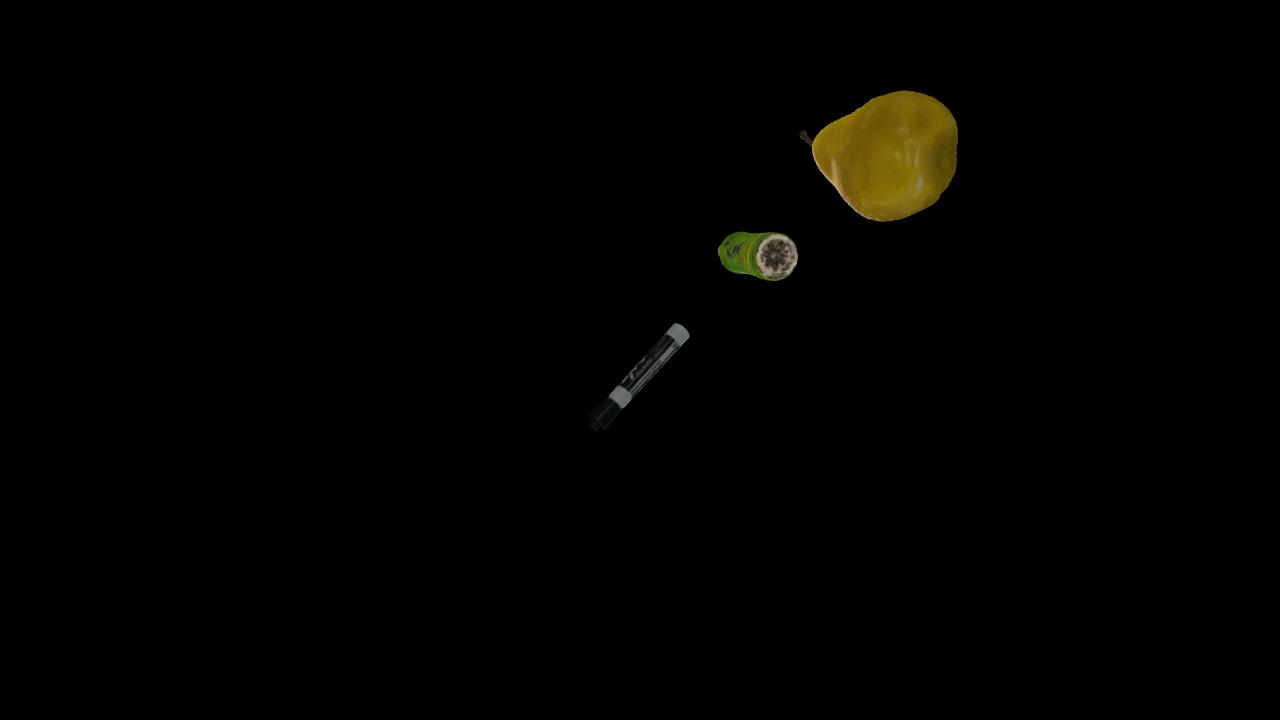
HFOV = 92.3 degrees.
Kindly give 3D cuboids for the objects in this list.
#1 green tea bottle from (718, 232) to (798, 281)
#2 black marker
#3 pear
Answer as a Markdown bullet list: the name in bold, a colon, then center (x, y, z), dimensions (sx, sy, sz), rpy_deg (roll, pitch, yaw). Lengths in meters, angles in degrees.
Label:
- **green tea bottle**: center (0.172, -0.166, 0.968), dimensions (0.073, 0.073, 0.212), rpy_deg (0, 10, -13)
- **black marker**: center (-0.001, 0.015, 0.534), dimensions (0.121, 0.020, 0.020), rpy_deg (-47, 19, -19)
- **pear**: center (0.150, -0.136, 0.415), dimensions (0.080, 0.080, 0.111), rpy_deg (0, 12, -39)
